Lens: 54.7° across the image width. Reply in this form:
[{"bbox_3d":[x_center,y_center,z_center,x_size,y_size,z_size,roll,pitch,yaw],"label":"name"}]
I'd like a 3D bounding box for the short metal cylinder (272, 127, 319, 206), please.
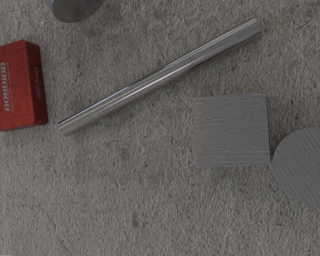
[{"bbox_3d":[0.165,0.039,0.337,0.080,0.050,0.079,0,90,20],"label":"short metal cylinder"}]

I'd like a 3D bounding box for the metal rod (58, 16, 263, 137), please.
[{"bbox_3d":[-0.013,-0.060,0.413,0.300,0.025,0.025,-25,82,18],"label":"metal rod"}]

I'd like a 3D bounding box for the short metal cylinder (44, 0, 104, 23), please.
[{"bbox_3d":[-0.122,-0.192,0.423,0.080,0.080,0.050,-38,78,16],"label":"short metal cylinder"}]

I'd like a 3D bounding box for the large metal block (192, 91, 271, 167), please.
[{"bbox_3d":[0.086,0.003,0.365,0.080,0.050,0.080,-4,89,20],"label":"large metal block"}]

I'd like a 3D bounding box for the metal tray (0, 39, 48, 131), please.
[{"bbox_3d":[-0.229,-0.063,0.487,0.090,0.030,0.129,-9,87,19],"label":"metal tray"}]
